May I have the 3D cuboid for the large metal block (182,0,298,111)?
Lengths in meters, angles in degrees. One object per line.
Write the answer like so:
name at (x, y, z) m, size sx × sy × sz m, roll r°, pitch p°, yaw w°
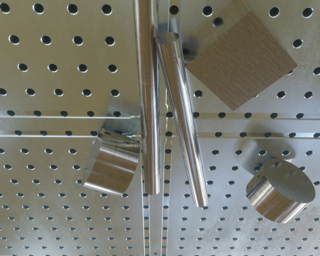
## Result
large metal block at (0.082, -0.078, 0.330) m, size 0.080 × 0.050 × 0.080 m, roll 37°, pitch 121°, yaw -27°

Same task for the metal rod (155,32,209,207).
metal rod at (0.038, 0.015, 0.415) m, size 0.025 × 0.025 × 0.299 m, roll -9°, pitch 133°, yaw 7°

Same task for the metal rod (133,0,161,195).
metal rod at (-0.013, -0.017, 0.397) m, size 0.025 × 0.025 × 0.298 m, roll -1°, pitch 130°, yaw 0°

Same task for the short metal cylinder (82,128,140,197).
short metal cylinder at (-0.066, 0.046, 0.414) m, size 0.050 × 0.080 × 0.080 m, roll 21°, pitch 127°, yaw -17°

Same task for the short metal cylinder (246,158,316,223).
short metal cylinder at (0.176, 0.091, 0.455) m, size 0.081 × 0.080 × 0.050 m, roll 14°, pitch 129°, yaw -12°
